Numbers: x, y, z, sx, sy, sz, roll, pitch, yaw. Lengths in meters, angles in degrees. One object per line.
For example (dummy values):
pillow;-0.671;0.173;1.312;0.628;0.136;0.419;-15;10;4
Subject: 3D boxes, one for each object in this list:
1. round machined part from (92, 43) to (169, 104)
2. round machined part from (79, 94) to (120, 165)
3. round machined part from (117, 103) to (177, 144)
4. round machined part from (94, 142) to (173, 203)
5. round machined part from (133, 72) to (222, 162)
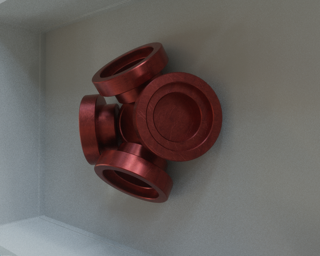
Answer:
round machined part;-0.033;-0.066;0.394;0.098;0.098;0.042;-5;125;39
round machined part;-0.077;0.001;0.431;0.042;0.098;0.097;-5;86;2
round machined part;-0.018;-0.007;0.406;0.098;0.042;0.097;0;90;39
round machined part;-0.029;0.053;0.391;0.098;0.098;0.042;-2;53;39
round machined part;0.017;-0.012;0.354;0.042;0.099;0.097;171;97;-75
